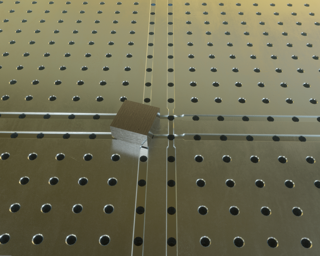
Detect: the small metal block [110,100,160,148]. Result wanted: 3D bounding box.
[{"bbox_3d":[-0.032,-0.007,0.413,0.050,0.025,0.050,14,51,12],"label":"small metal block"}]
